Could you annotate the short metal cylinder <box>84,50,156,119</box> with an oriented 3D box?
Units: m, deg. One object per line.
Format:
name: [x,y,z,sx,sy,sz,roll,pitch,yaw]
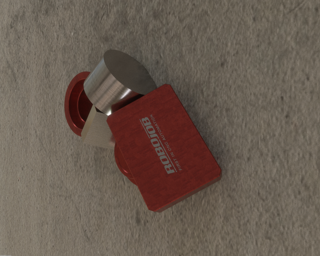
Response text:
short metal cylinder: [-0.053,-0.058,0.413,0.050,0.081,0.080,-45,63,30]

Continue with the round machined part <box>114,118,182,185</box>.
round machined part: [-0.023,0.031,0.412,0.098,0.042,0.097,0,90,39]

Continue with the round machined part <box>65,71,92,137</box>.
round machined part: [-0.100,-0.035,0.475,0.098,0.042,0.097,0,90,39]

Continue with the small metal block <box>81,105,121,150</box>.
small metal block: [-0.075,-0.001,0.426,0.050,0.050,0.025,-63,31,20]

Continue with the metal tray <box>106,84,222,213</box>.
metal tray: [0.003,0.022,0.370,0.090,0.030,0.130,-29,69,2]
